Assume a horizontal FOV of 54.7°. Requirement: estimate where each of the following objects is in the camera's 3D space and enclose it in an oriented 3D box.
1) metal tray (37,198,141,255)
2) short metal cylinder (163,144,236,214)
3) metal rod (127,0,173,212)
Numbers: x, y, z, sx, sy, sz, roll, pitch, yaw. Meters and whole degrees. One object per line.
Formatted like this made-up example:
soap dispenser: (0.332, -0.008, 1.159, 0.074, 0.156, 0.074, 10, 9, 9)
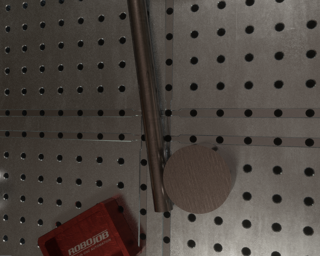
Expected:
metal tray: (-0.104, 0.170, 0.445, 0.130, 0.030, 0.090, -32, 80, 16)
short metal cylinder: (0.050, 0.059, 0.381, 0.080, 0.050, 0.079, 0, 90, 19)
metal rod: (-0.014, -0.039, 0.416, 0.025, 0.025, 0.298, -8, 87, 19)
